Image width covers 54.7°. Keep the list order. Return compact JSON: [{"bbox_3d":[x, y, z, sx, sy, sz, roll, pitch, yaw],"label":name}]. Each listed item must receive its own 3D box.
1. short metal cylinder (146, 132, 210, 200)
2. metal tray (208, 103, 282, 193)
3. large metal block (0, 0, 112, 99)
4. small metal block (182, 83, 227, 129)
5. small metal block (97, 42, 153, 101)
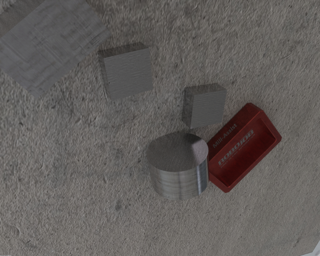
[{"bbox_3d":[0.025,0.050,0.416,0.081,0.080,0.050,-20,126,-17],"label":"short metal cylinder"},{"bbox_3d":[0.123,0.034,0.491,0.130,0.030,0.090,-46,129,4],"label":"metal tray"},{"bbox_3d":[-0.099,-0.083,0.266,0.080,0.080,0.050,-41,130,-1],"label":"large metal block"},{"bbox_3d":[0.059,-0.030,0.420,0.050,0.025,0.050,-11,123,-23],"label":"small metal block"},{"bbox_3d":[-0.038,-0.064,0.347,0.050,0.025,0.050,-18,126,-18],"label":"small metal block"}]
